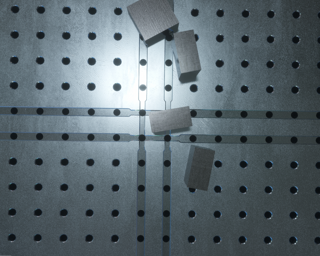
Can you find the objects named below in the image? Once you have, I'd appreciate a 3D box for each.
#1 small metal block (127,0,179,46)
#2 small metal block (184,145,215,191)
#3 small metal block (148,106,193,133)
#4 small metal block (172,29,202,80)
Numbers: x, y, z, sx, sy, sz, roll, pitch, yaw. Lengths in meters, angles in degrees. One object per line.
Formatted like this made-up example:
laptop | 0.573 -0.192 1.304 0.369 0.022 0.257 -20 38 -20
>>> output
small metal block | -0.009 -0.147 0.413 0.050 0.025 0.050 -28 90 -1
small metal block | 0.050 0.050 0.402 0.025 0.050 0.050 11 90 0
small metal block | 0.013 -0.011 0.401 0.050 0.050 0.025 -9 90 0
small metal block | 0.033 -0.093 0.401 0.025 0.050 0.050 -11 90 0
